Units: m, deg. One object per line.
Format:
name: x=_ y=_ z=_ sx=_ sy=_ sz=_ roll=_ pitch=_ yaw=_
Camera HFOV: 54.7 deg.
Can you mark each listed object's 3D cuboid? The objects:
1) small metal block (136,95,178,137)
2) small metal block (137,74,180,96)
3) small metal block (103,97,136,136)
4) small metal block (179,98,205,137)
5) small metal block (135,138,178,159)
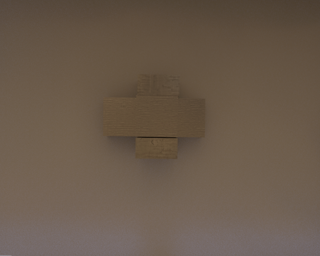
small metal block: x=-0.004 y=-0.014 z=0.384 sx=0.050 sy=0.025 sz=0.050 roll=1 pitch=90 yaw=-1
small metal block: x=-0.002 y=-0.052 z=0.396 sx=0.050 sy=0.050 sz=0.025 roll=1 pitch=90 yaw=0
small metal block: x=-0.047 y=-0.014 z=0.409 sx=0.050 sy=0.025 sz=0.050 roll=1 pitch=90 yaw=0
small metal block: x=0.033 y=-0.013 z=0.410 sx=0.050 sy=0.025 sz=0.050 roll=1 pitch=90 yaw=-1
small metal block: x=-0.004 y=0.024 z=0.396 sx=0.050 sy=0.050 sz=0.025 roll=1 pitch=90 yaw=0
